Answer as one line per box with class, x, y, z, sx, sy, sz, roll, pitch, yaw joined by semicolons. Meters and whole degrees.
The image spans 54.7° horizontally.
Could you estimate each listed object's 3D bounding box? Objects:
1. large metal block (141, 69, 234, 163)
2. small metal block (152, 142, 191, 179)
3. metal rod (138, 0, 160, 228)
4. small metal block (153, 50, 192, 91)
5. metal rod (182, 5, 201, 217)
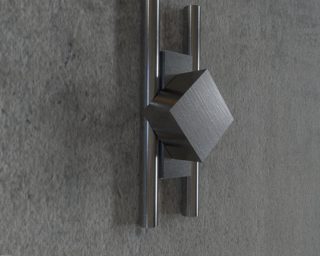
large metal block;0.037;-0.015;0.388;0.080;0.050;0.080;-49;119;-29
small metal block;0.016;0.041;0.420;0.050;0.025;0.050;1;90;-40
metal rod;-0.013;-0.025;0.397;0.025;0.025;0.298;1;90;-40
small metal block;0.017;-0.075;0.421;0.050;0.025;0.050;1;90;-40
metal rod;0.045;-0.024;0.447;0.025;0.025;0.298;1;90;-40
